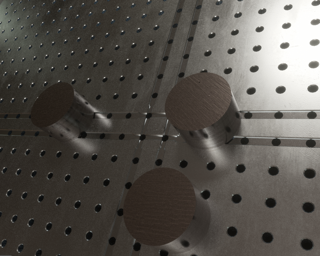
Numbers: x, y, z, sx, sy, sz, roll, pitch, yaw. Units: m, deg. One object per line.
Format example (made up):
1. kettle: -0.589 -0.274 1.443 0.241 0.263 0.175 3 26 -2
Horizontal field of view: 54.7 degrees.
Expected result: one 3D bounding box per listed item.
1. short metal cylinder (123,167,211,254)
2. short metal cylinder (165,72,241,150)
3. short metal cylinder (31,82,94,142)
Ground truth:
1. short metal cylinder: 0.008 0.089 0.332 0.080 0.050 0.080 -13 56 20
2. short metal cylinder: 0.053 -0.020 0.376 0.080 0.050 0.080 -13 56 20
3. short metal cylinder: -0.152 -0.024 0.485 0.080 0.050 0.080 -13 56 20
